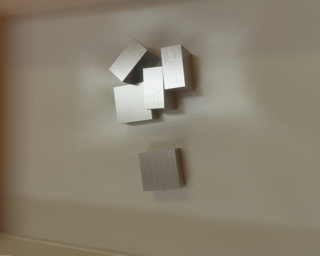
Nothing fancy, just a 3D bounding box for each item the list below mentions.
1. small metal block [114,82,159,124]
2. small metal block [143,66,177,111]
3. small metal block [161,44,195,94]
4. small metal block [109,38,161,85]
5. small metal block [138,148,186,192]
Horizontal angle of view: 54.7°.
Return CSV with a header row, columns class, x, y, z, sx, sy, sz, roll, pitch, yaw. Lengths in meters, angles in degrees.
class,x,y,z,sx,sy,sz,roll,pitch,yaw
small metal block,-0.032,-0.033,0.422,0.050,0.025,0.050,-8,88,20
small metal block,0.001,-0.048,0.397,0.025,0.050,0.050,-3,89,20
small metal block,0.024,-0.072,0.389,0.025,0.050,0.050,-6,88,20
small metal block,-0.032,-0.085,0.408,0.025,0.050,0.050,44,103,15
small metal block,0.003,0.055,0.409,0.050,0.025,0.050,-9,87,19
